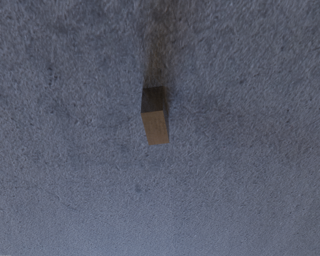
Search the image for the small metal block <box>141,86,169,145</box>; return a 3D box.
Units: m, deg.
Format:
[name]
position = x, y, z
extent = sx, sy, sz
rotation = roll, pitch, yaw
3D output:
[small metal block]
position = -0.005, -0.015, 0.377
extent = 0.025, 0.050, 0.050
rotation = -7, 130, 6
